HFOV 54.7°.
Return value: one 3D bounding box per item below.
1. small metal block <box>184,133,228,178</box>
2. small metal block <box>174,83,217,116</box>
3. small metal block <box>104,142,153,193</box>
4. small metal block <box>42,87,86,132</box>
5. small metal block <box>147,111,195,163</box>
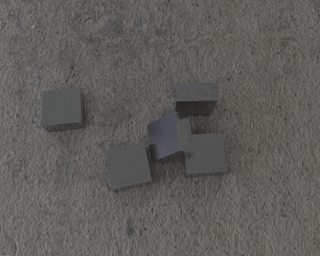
[{"bbox_3d":[0.055,0.035,0.396,0.050,0.025,0.050,-3,70,-2],"label":"small metal block"},{"bbox_3d":[0.045,-0.036,0.408,0.050,0.050,0.025,-1,70,-1],"label":"small metal block"},{"bbox_3d":[-0.039,0.050,0.390,0.050,0.025,0.050,-11,70,-4],"label":"small metal block"},{"bbox_3d":[-0.129,-0.024,0.416,0.050,0.025,0.050,-6,70,-2],"label":"small metal block"},{"bbox_3d":[0.012,0.013,0.388,0.025,0.050,0.050,11,63,-42],"label":"small metal block"}]
